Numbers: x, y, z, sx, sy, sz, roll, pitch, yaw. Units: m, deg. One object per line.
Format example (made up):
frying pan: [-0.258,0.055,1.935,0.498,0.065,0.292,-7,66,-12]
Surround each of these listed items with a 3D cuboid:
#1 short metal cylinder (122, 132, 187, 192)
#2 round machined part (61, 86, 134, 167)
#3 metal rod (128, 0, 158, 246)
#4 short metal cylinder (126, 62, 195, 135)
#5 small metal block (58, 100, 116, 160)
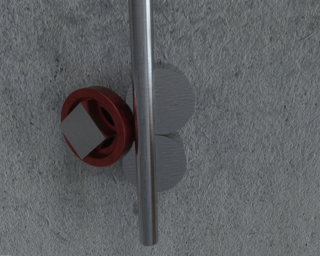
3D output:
short metal cylinder: [-0.007,0.038,0.411,0.081,0.050,0.079,0,109,0]
round machined part: [-0.072,-0.004,0.386,0.098,0.042,0.097,9,110,27]
metal rod: [-0.017,0.009,0.361,0.025,0.025,0.298,-1,110,0]
short metal cylinder: [0.001,-0.038,0.384,0.081,0.050,0.079,0,110,0]
small metal block: [-0.085,0.001,0.367,0.050,0.025,0.050,-38,85,32]
